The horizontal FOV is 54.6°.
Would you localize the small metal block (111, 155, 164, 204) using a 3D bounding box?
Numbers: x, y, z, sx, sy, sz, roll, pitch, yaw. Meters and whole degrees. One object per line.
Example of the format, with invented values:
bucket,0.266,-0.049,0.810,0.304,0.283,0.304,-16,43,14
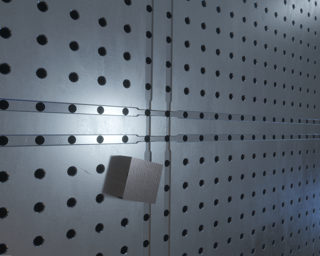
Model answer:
small metal block,-0.027,0.064,0.385,0.050,0.025,0.050,20,78,-38
